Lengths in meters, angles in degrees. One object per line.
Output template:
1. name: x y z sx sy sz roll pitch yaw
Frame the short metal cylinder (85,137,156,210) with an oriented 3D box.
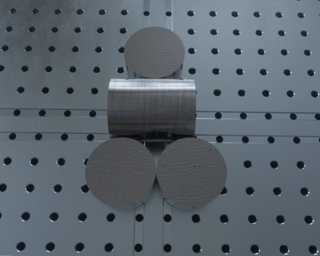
1. short metal cylinder: -0.045 0.057 0.376 0.081 0.050 0.080 0 70 0

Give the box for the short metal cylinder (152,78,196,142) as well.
1. short metal cylinder: 0.016 -0.022 0.392 0.050 0.080 0.080 0 70 0

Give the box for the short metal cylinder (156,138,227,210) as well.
1. short metal cylinder: 0.036 0.057 0.376 0.081 0.050 0.080 0 70 0

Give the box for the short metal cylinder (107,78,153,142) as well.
1. short metal cylinder: -0.035 -0.023 0.391 0.050 0.080 0.080 0 70 0

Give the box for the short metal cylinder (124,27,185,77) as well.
1. short metal cylinder: -0.007 -0.093 0.432 0.081 0.050 0.080 0 70 0
